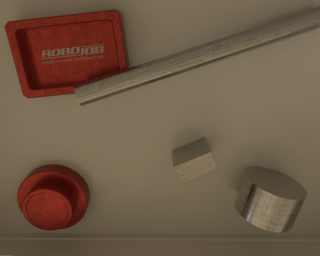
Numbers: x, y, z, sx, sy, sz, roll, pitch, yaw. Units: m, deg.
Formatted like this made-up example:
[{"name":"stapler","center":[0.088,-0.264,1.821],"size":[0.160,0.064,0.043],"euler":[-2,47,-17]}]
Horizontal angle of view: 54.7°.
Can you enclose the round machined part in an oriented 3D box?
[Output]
[{"name":"round machined part","center":[-0.153,0.105,0.439],"size":[0.099,0.042,0.097],"euler":[0,110,-1]}]

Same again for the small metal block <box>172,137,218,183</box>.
[{"name":"small metal block","center":[0.045,0.042,0.414],"size":[0.050,0.050,0.025],"euler":[-23,109,8]}]

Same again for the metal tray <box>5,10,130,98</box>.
[{"name":"metal tray","center":[-0.106,-0.089,0.374],"size":[0.131,0.030,0.089],"euler":[-6,110,1]}]

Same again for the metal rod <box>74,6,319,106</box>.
[{"name":"metal rod","center":[0.049,-0.084,0.360],"size":[0.302,0.025,0.025],"euler":[-18,110,-2]}]

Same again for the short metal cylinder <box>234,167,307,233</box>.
[{"name":"short metal cylinder","center":[0.148,0.094,0.419],"size":[0.081,0.080,0.050],"euler":[12,110,-5]}]
